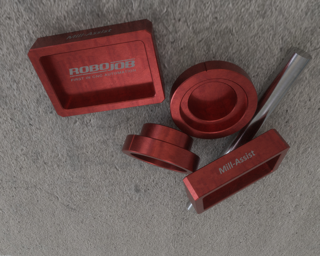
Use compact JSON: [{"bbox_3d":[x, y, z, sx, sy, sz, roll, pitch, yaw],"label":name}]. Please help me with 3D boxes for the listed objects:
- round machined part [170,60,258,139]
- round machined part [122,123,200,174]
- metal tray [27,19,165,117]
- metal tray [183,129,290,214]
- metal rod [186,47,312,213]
[{"bbox_3d":[0.060,-0.036,0.365,0.099,0.042,0.097,-1,130,-1],"label":"round machined part"},{"bbox_3d":[0.004,0.025,0.396,0.098,0.042,0.098,17,168,4],"label":"round machined part"},{"bbox_3d":[-0.065,-0.064,0.348,0.131,0.030,0.090,-8,130,6],"label":"metal tray"},{"bbox_3d":[0.097,0.060,0.403,0.131,0.030,0.090,-28,153,-6],"label":"metal tray"},{"bbox_3d":[0.105,0.025,0.429,0.025,0.025,0.298,15,129,-13],"label":"metal rod"}]
